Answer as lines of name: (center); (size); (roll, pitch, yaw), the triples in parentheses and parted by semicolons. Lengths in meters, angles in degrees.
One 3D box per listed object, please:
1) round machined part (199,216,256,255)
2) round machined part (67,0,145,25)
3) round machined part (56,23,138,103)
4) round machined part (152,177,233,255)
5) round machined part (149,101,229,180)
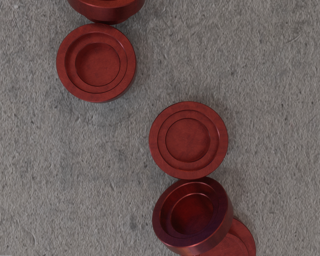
round machined part: (0.076, 0.162, 0.402); (0.099, 0.042, 0.097); (0, 90, 0)
round machined part: (-0.067, -0.168, 0.387); (0.099, 0.042, 0.098); (3, 62, -6)
round machined part: (-0.078, -0.080, 0.401); (0.099, 0.042, 0.097); (0, 90, 0)
round machined part: (0.043, 0.111, 0.383); (0.098, 0.098, 0.042); (-33, 125, 0)
round machined part: (0.035, 0.016, 0.402); (0.099, 0.042, 0.097); (0, 90, 0)
